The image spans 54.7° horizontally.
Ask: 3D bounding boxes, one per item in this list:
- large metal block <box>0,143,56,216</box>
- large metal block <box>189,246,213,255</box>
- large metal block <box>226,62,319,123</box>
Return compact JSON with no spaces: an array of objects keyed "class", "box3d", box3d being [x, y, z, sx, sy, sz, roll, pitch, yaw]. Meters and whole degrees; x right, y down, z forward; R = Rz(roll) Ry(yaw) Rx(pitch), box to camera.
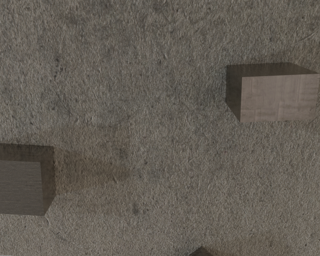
[{"class":"large metal block","box3d":[-0.191,0.069,0.420,0.081,0.050,0.079,3,110,-2]},{"class":"large metal block","box3d":[0.066,0.249,0.489,0.080,0.050,0.080,-42,105,14]},{"class":"large metal block","box3d":[0.126,-0.045,0.365,0.080,0.080,0.050,-2,110,1]}]
